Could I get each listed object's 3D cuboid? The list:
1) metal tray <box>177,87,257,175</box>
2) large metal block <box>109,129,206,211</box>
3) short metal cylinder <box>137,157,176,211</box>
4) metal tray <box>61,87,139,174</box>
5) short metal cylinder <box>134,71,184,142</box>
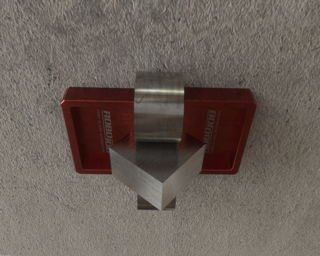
[{"bbox_3d":[0.068,0.008,0.414,0.091,0.030,0.129,1,130,-1],"label":"metal tray"},{"bbox_3d":[-0.003,0.039,0.379,0.080,0.080,0.050,30,138,28],"label":"large metal block"},{"bbox_3d":[-0.005,0.075,0.436,0.050,0.080,0.079,2,130,-2],"label":"short metal cylinder"},{"bbox_3d":[-0.073,0.008,0.412,0.091,0.030,0.129,1,130,-1],"label":"metal tray"},{"bbox_3d":[-0.002,-0.024,0.352,0.050,0.080,0.079,2,130,-2],"label":"short metal cylinder"}]
